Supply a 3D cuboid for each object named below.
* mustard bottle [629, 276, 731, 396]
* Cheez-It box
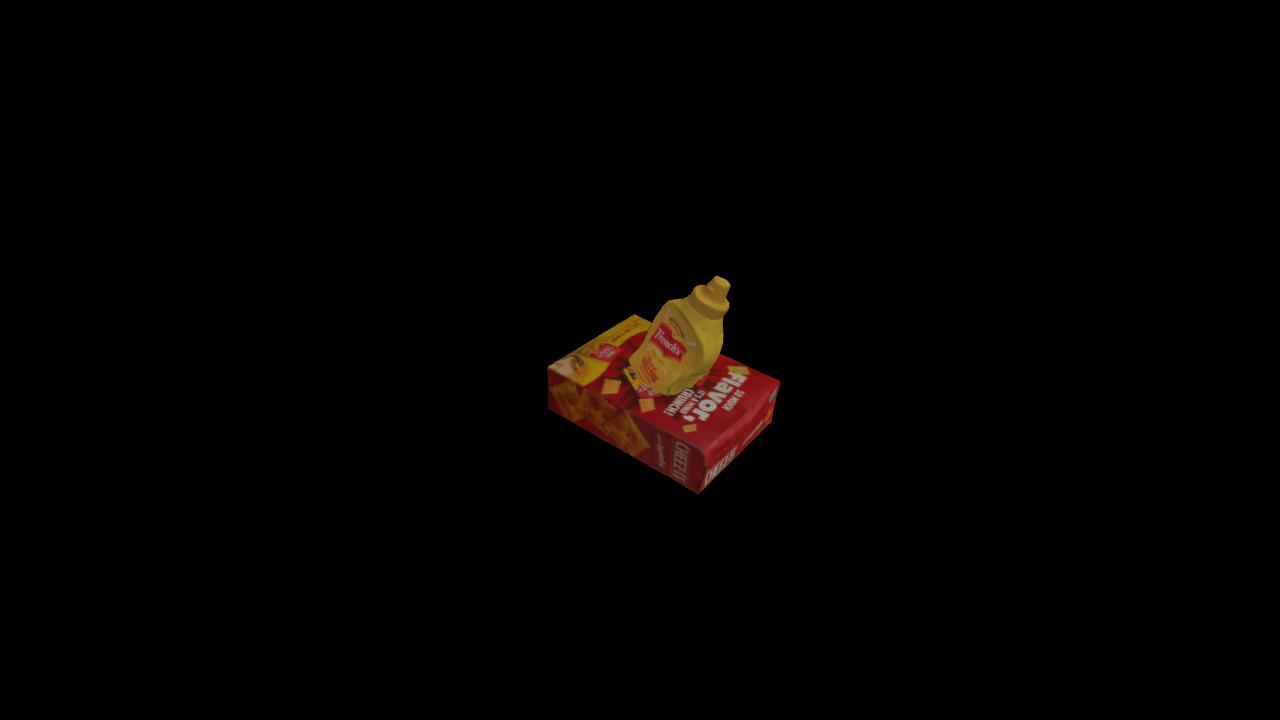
[{"bbox_3d":[0.044,-0.016,0.671,0.054,0.092,0.184,4,-47,-36],"label":"mustard bottle"},{"bbox_3d":[0.026,0.040,0.721,0.223,0.071,0.166,25,40,29],"label":"Cheez-It box"}]
